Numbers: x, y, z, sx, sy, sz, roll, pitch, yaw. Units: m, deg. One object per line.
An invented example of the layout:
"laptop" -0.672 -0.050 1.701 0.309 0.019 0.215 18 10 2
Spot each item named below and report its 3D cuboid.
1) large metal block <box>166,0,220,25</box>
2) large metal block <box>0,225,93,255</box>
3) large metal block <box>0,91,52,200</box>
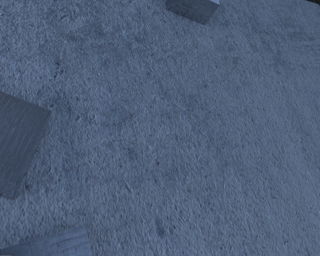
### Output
"large metal block" 0.059 -0.248 0.570 0.081 0.050 0.080 15 56 -20
"large metal block" -0.100 0.120 0.241 0.081 0.080 0.050 -8 66 -32
"large metal block" -0.161 0.012 0.294 0.080 0.050 0.080 23 53 -15
